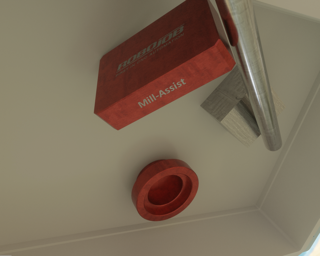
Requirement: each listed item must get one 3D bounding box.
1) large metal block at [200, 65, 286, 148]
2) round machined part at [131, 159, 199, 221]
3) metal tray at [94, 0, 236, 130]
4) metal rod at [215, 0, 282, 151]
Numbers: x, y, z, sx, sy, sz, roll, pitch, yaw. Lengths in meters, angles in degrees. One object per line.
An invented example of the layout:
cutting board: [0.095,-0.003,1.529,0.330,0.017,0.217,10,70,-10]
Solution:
large metal block: [0.119,-0.031,0.441,0.080,0.050,0.080,-49,129,6]
round machined part: [0.004,0.085,0.455,0.099,0.042,0.097,-14,125,-21]
metal tray: [-0.002,-0.063,0.295,0.130,0.090,0.030,-27,134,23]
metal rod: [0.109,-0.039,0.340,0.025,0.025,0.300,-43,145,1]
